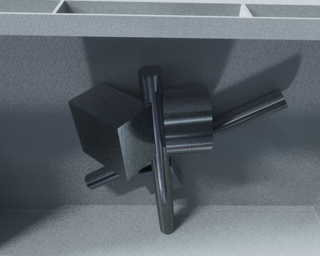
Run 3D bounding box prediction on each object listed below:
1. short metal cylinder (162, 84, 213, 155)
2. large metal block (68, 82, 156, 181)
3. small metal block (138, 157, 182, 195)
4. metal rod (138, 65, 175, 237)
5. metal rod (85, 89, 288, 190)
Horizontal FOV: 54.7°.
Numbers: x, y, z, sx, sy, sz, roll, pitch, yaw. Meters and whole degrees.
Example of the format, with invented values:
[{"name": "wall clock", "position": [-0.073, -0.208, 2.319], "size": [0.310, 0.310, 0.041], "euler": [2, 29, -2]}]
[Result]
[{"name": "short metal cylinder", "position": [0.030, -0.010, 0.362], "size": [0.050, 0.080, 0.079], "euler": [-4, 130, 1]}, {"name": "large metal block", "position": [-0.054, 0.003, 0.367], "size": [0.080, 0.050, 0.079], "euler": [27, 139, 31]}, {"name": "small metal block", "position": [0.001, 0.070, 0.467], "size": [0.050, 0.025, 0.050], "euler": [-17, 129, 13]}, {"name": "metal rod", "position": [0.001, 0.055, 0.420], "size": [0.025, 0.025, 0.298], "euler": [-4, 129, 3]}, {"name": "metal rod", "position": [0.022, 0.023, 0.426], "size": [0.300, 0.025, 0.025], "euler": [-25, 126, 19]}]
